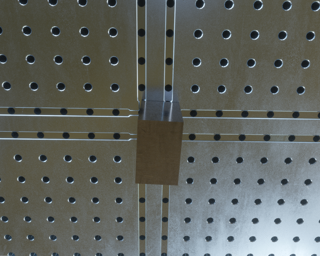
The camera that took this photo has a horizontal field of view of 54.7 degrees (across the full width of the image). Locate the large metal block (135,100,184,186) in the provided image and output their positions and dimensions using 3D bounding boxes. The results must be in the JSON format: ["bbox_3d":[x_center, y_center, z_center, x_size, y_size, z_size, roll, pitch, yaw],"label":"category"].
[{"bbox_3d":[-0.002,0.016,0.389,0.050,0.080,0.079,3,110,-2],"label":"large metal block"}]
